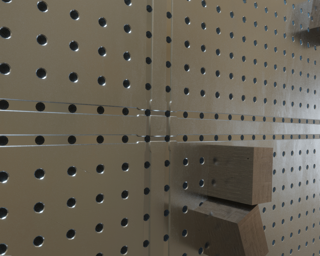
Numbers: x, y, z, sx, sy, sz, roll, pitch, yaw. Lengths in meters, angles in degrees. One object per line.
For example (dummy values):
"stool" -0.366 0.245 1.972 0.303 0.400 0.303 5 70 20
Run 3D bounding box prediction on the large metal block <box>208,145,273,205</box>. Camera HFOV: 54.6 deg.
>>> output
"large metal block" 0.122 0.068 0.474 0.050 0.080 0.080 4 87 -40

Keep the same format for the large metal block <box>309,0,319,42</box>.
"large metal block" 0.394 -0.251 0.720 0.080 0.050 0.080 22 76 -38

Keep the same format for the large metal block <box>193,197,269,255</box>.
"large metal block" 0.105 0.153 0.460 0.050 0.080 0.080 -27 107 -37
